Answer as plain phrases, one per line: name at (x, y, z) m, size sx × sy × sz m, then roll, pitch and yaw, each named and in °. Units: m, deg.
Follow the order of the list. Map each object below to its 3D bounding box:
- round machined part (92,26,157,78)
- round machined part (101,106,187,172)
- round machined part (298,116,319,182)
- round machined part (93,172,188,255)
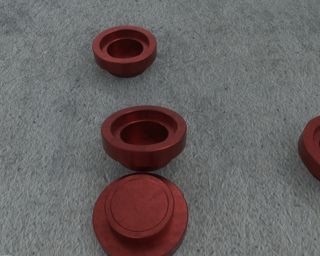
round machined part at (-0.054, -0.117, 0.490) m, size 0.099 × 0.042 × 0.098 m, roll 0°, pitch 50°, yaw 0°
round machined part at (-0.018, 0.015, 0.368) m, size 0.099 × 0.042 × 0.098 m, roll 0°, pitch 33°, yaw 0°
round machined part at (0.214, 0.033, 0.366) m, size 0.099 × 0.042 × 0.098 m, roll 0°, pitch 50°, yaw 0°
round machined part at (-0.020, 0.087, 0.319) m, size 0.099 × 0.042 × 0.098 m, roll 0°, pitch 50°, yaw 0°
